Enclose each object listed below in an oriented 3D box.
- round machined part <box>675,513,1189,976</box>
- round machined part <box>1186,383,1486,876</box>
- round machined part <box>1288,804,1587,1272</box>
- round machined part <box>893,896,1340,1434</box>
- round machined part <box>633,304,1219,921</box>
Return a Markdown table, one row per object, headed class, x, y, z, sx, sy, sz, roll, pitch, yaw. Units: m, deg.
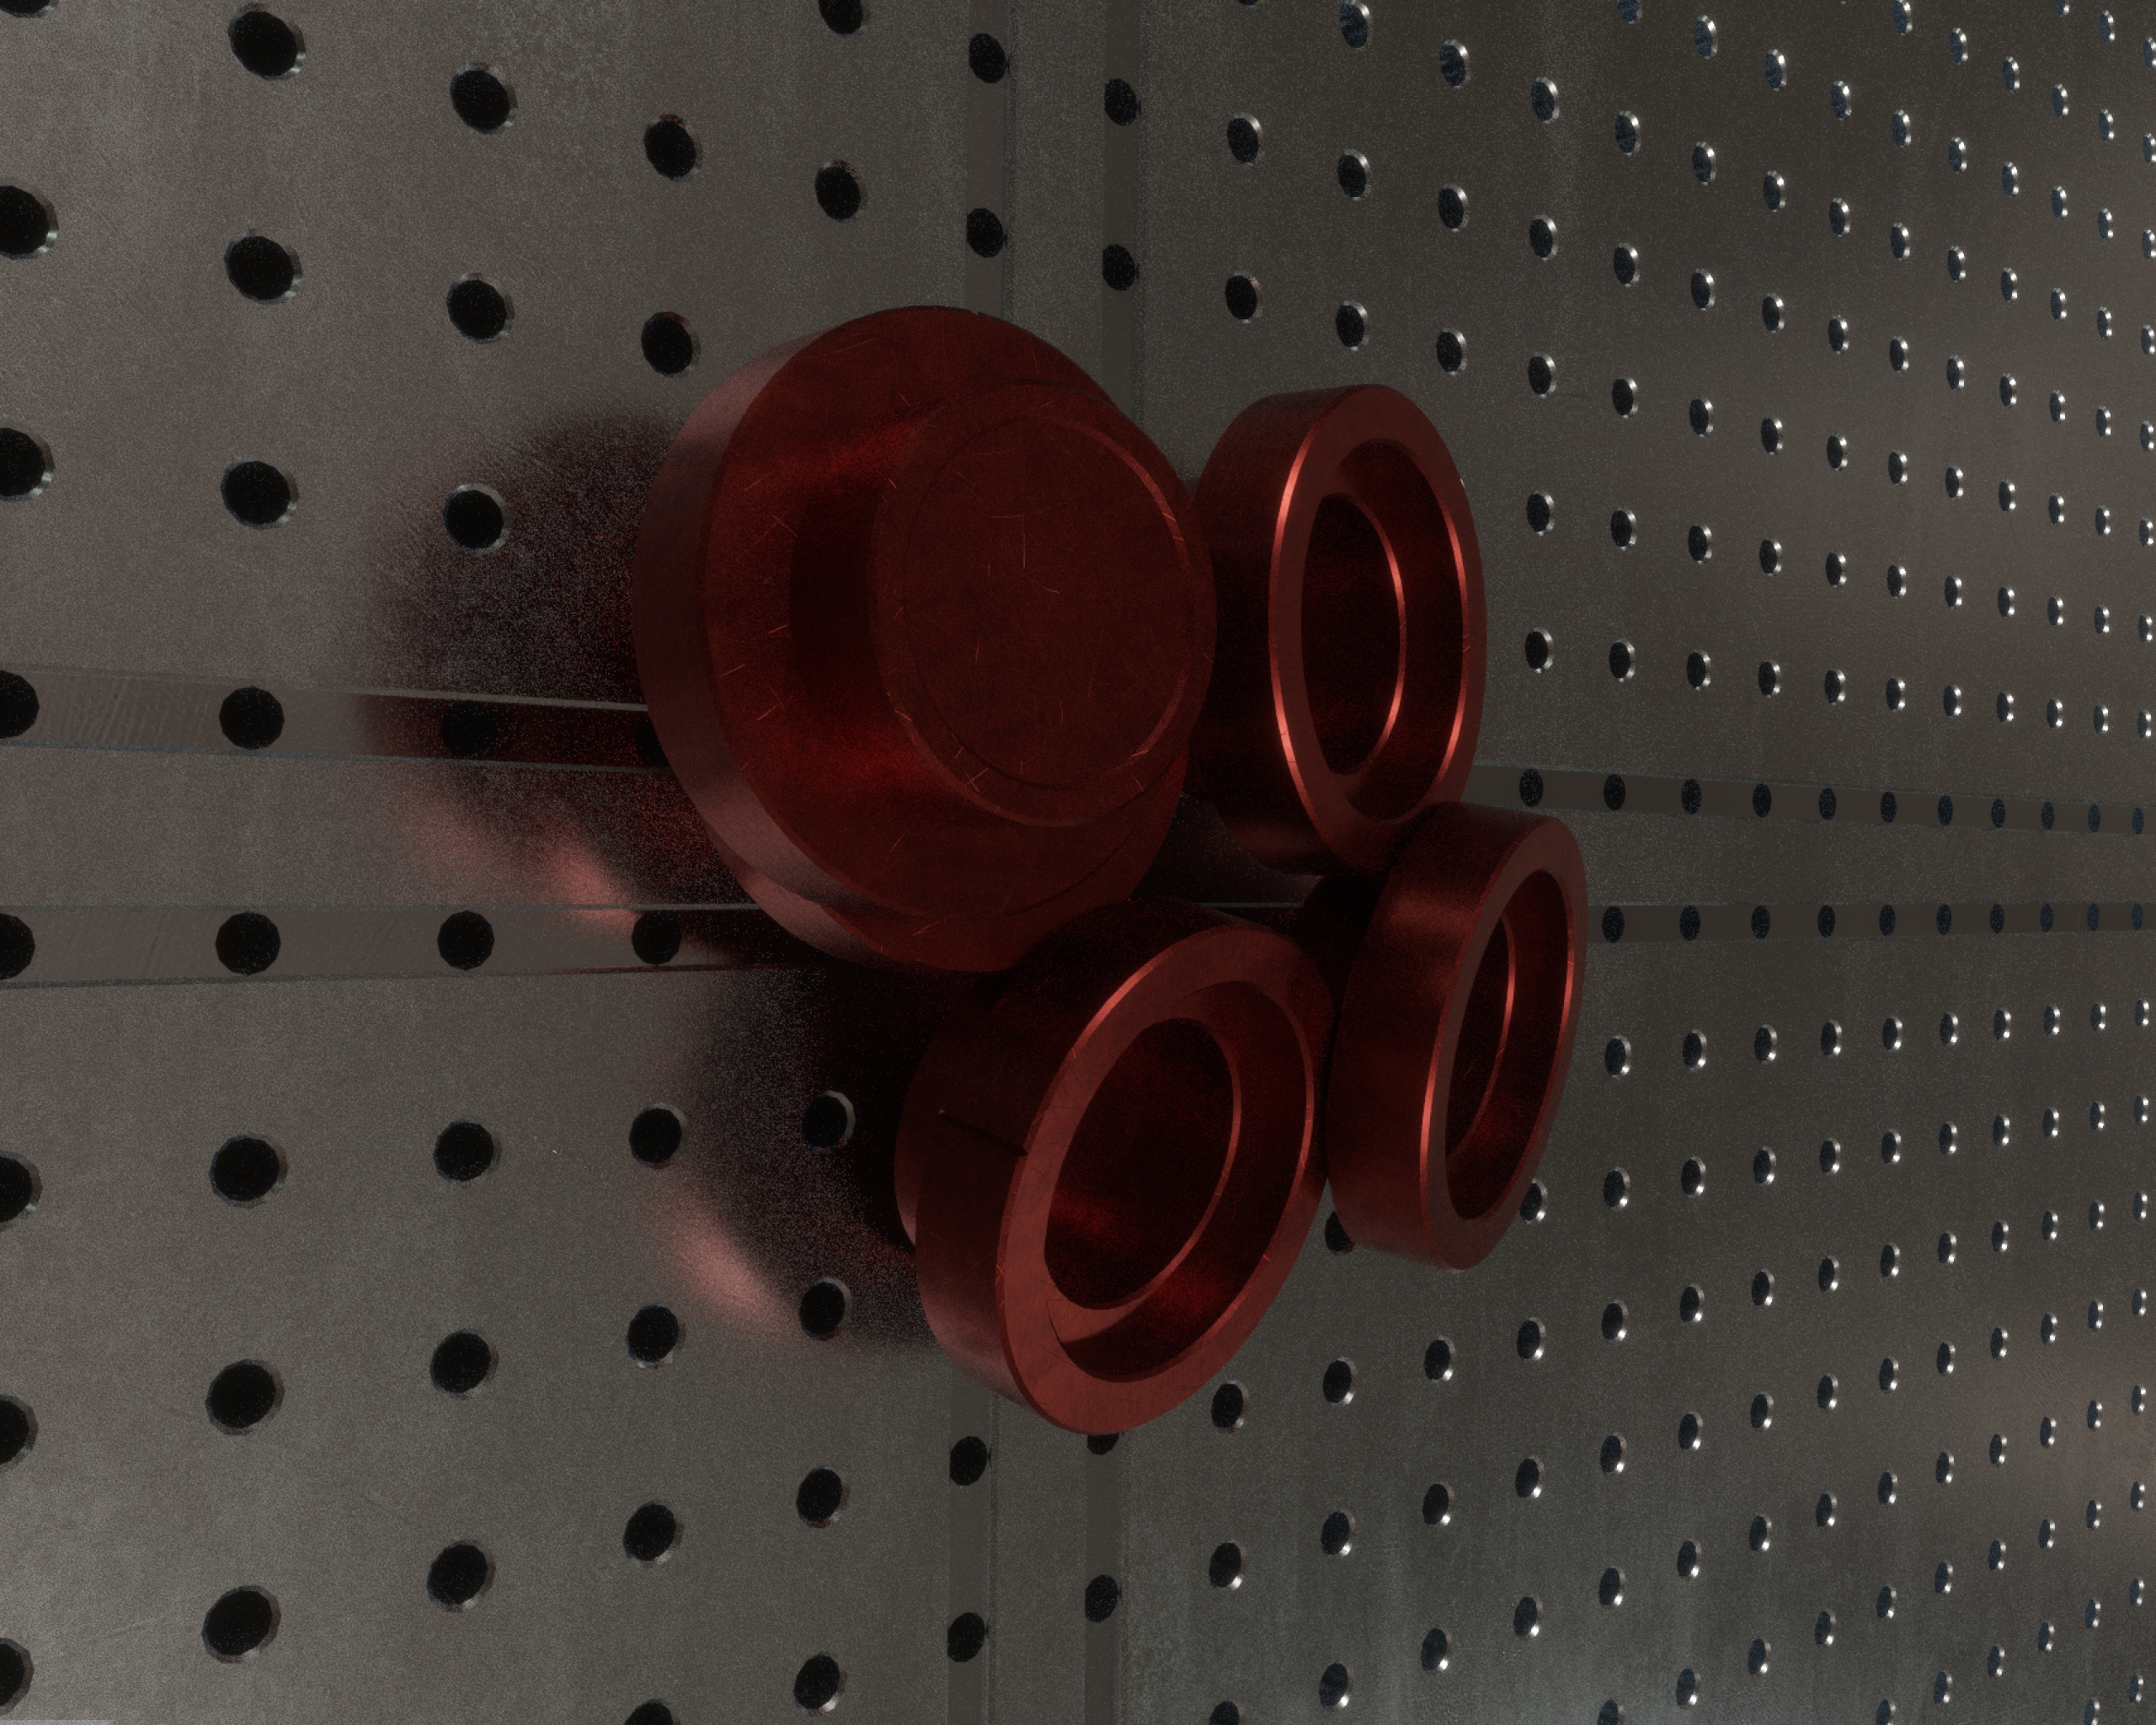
| class | x | y | z | sx | sy | sz | roll | pitch | yaw |
| --- | --- | --- | --- | --- | --- | --- | --- | --- | --- |
| round machined part | -0.029 | -0.029 | 0.374 | 0.099 | 0.042 | 0.097 | 0 | 90 | -40 |
| round machined part | 0.045 | -0.046 | 0.426 | 0.099 | 0.042 | 0.097 | -3 | 94 | -56 |
| round machined part | 0.073 | 0.034 | 0.446 | 0.099 | 0.042 | 0.097 | -32 | 127 | -54 |
| round machined part | 0.004 | 0.053 | 0.392 | 0.099 | 0.042 | 0.097 | -23 | 121 | -44 |
| round machined part | -0.016 | -0.039 | 0.331 | 0.099 | 0.042 | 0.097 | 0 | 90 | -40 |
